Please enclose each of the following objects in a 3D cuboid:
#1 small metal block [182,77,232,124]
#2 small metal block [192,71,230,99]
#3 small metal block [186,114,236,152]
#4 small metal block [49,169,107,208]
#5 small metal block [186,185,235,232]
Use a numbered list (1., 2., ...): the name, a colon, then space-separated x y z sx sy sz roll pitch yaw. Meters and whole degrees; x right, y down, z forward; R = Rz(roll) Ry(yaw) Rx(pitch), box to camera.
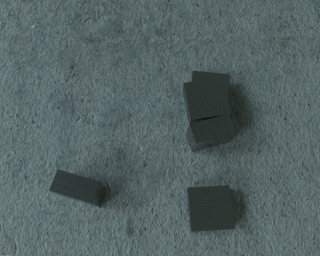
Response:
1. small metal block: 0.058 -0.033 0.394 0.050 0.025 0.050 -9 73 -2
2. small metal block: 0.067 -0.049 0.426 0.050 0.025 0.050 6 70 2
3. small metal block: 0.063 0.007 0.392 0.050 0.050 0.025 -14 74 -5
4. small metal block: -0.095 0.073 0.367 0.050 0.050 0.025 15 71 5
5. small metal block: 0.059 0.097 0.373 0.050 0.025 0.050 -3 70 -1
